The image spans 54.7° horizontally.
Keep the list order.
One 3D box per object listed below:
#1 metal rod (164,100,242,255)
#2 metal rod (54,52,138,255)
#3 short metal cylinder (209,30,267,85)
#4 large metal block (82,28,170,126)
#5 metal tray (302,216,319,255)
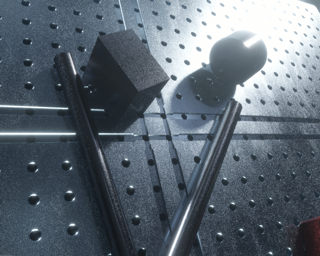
[{"bbox_3d":[0.060,0.067,0.401,0.025,0.025,0.301,35,51,-6],"label":"metal rod"},{"bbox_3d":[-0.070,0.042,0.345,0.025,0.025,0.299,-9,66,-32],"label":"metal rod"},{"bbox_3d":[0.130,-0.118,0.518,0.080,0.080,0.050,49,51,6],"label":"short metal cylinder"},{"bbox_3d":[-0.046,-0.062,0.387,0.050,0.080,0.080,-29,78,-38],"label":"large metal block"},{"bbox_3d":[0.266,0.187,0.437,0.131,0.030,0.090,21,54,-17],"label":"metal tray"}]
